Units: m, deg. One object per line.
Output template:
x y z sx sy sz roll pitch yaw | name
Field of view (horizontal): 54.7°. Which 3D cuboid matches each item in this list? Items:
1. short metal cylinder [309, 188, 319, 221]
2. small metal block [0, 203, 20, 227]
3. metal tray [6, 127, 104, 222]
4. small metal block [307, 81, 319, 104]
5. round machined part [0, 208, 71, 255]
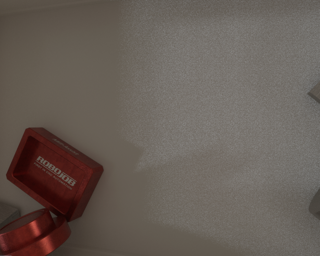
0.199 0.073 0.311 0.050 0.080 0.080 41 103 15 | short metal cylinder
-0.258 0.145 0.483 0.050 0.050 0.025 13 120 19 | small metal block
-0.159 0.067 0.462 0.130 0.030 0.090 29 99 17 | metal tray
0.202 -0.042 0.340 0.050 0.025 0.050 44 103 14 | small metal block
-0.170 0.139 0.400 0.098 0.098 0.042 -20 95 18 | round machined part
